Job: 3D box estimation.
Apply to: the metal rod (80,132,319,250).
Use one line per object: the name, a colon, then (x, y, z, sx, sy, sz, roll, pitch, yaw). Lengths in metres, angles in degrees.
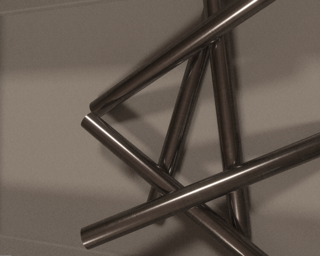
metal rod: (0.056, 0.068, 0.346, 0.301, 0.025, 0.025, -22, 83, 1)

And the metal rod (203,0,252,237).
metal rod: (0.079, -0.020, 0.368, 0.025, 0.025, 0.298, -6, 93, 19)

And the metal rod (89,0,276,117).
metal rod: (0.021, -0.088, 0.364, 0.299, 0.025, 0.025, -29, 81, 32)

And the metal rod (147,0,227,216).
metal rod: (0.033, -0.031, 0.398, 0.025, 0.025, 0.298, 18, 96, 19)

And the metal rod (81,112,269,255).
metal rod: (0.019, 0.078, 0.375, 0.300, 0.025, 0.025, 38, 102, 14)
